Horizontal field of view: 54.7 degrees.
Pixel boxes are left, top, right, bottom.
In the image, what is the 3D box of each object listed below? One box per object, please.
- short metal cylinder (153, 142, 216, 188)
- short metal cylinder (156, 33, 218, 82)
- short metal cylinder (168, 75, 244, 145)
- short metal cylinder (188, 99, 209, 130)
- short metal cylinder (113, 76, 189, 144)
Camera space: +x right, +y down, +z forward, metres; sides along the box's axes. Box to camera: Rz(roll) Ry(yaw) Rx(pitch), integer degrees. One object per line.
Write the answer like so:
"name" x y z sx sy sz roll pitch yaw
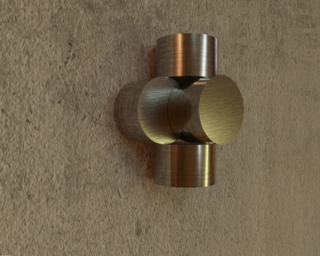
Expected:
"short metal cylinder" 0.032 0.044 0.400 0.081 0.080 0.050 0 90 -40
"short metal cylinder" 0.035 -0.086 0.402 0.081 0.080 0.050 0 91 -40
"short metal cylinder" 0.056 -0.021 0.373 0.081 0.050 0.079 0 90 -40
"short metal cylinder" 0.052 -0.022 0.435 0.081 0.050 0.079 0 90 -40
"short metal cylinder" -0.010 -0.021 0.383 0.081 0.050 0.079 0 90 -40
